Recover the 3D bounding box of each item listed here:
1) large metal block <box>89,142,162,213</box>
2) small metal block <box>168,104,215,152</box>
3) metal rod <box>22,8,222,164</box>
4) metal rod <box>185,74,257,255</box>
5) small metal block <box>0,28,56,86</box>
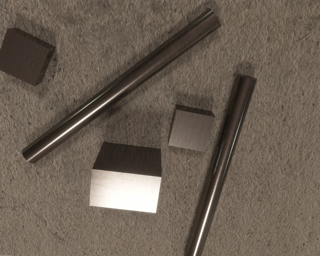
[{"bbox_3d":[-0.042,0.061,0.402,0.081,0.080,0.050,7,110,-3],"label":"large metal block"},{"bbox_3d":[0.041,0.000,0.410,0.050,0.025,0.050,11,110,-5],"label":"small metal block"},{"bbox_3d":[-0.056,-0.046,0.392,0.300,0.025,0.025,-35,107,11],"label":"metal rod"},{"bbox_3d":[0.079,0.073,0.437,0.025,0.025,0.298,11,110,-5],"label":"metal rod"},{"bbox_3d":[-0.163,-0.086,0.376,0.050,0.025,0.050,26,108,-10],"label":"small metal block"}]
